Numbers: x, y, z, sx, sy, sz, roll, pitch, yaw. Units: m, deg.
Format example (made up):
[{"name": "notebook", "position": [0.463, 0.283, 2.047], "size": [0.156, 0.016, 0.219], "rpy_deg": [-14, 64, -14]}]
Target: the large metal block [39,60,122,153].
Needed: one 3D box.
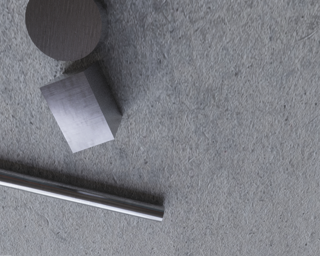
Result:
[{"name": "large metal block", "position": [-0.088, -0.029, 0.369], "size": [0.050, 0.080, 0.080], "rpy_deg": [-19, 109, 7]}]

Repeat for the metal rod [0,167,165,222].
[{"name": "metal rod", "position": [-0.142, 0.089, 0.441], "size": [0.302, 0.025, 0.025], "rpy_deg": [15, 110, -6]}]

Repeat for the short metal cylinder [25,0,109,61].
[{"name": "short metal cylinder", "position": [-0.102, -0.119, 0.351], "size": [0.081, 0.050, 0.079], "rpy_deg": [0, 110, 0]}]
